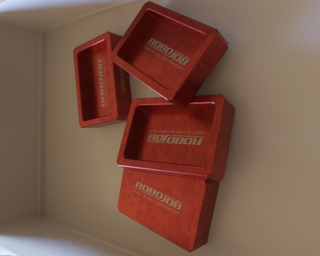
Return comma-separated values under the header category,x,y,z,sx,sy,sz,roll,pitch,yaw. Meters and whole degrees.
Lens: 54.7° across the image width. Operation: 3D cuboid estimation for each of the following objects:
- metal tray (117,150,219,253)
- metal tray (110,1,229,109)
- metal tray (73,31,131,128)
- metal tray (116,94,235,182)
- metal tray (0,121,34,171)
category,x,y,z,sx,sy,sz,roll,pitch,yaw
metal tray,0.005,0.086,0.397,0.130,0.030,0.089,17,101,38
metal tray,0.005,-0.092,0.373,0.130,0.030,0.090,39,97,38
metal tray,-0.089,-0.069,0.474,0.090,0.030,0.129,-10,84,39
metal tray,0.015,0.010,0.364,0.130,0.030,0.090,1,71,35
metal tray,-0.322,0.041,0.666,0.130,0.030,0.090,-15,81,38
